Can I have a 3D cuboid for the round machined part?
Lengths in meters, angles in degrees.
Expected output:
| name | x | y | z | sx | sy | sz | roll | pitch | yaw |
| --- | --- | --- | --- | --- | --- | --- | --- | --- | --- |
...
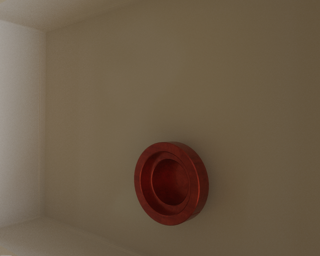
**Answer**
| name | x | y | z | sx | sy | sz | roll | pitch | yaw |
| --- | --- | --- | --- | --- | --- | --- | --- | --- | --- |
| round machined part | 0.018 | 0.065 | 0.379 | 0.098 | 0.042 | 0.097 | 0 | 90 | 39 |
